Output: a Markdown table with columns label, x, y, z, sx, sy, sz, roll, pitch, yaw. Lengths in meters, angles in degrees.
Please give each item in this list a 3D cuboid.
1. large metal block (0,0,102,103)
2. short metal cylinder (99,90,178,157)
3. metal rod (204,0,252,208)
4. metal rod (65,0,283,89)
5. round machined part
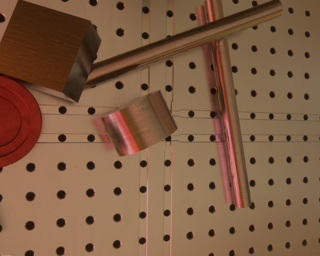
| label | x | y | z | sx | sy | sz | roll | pitch | yaw |
| --- | --- | --- | --- | --- | --- | --- | --- | --- | --- |
| large metal block | -0.121 | -0.082 | 0.340 | 0.080 | 0.050 | 0.080 | 18 | 83 | 5 |
| short metal cylinder | -0.026 | -0.007 | 0.374 | 0.080 | 0.080 | 0.050 | -28 | 100 | -18 |
| metal rod | 0.099 | -0.033 | 0.448 | 0.025 | 0.025 | 0.298 | -11 | 94 | -20 |
| metal rod | 0.027 | -0.111 | 0.403 | 0.302 | 0.025 | 0.025 | -23 | 98 | -12 |
| round machined part | -0.181 | -0.007 | 0.337 | 0.099 | 0.042 | 0.097 | 0 | 90 | -20 |
